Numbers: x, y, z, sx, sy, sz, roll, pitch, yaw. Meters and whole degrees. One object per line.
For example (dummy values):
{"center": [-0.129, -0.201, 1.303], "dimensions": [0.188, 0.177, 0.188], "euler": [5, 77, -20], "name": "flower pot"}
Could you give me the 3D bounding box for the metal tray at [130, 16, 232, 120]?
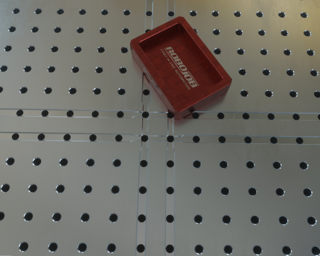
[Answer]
{"center": [0.027, -0.088, 0.441], "dimensions": [0.090, 0.030, 0.130], "euler": [-30, 73, -10], "name": "metal tray"}
